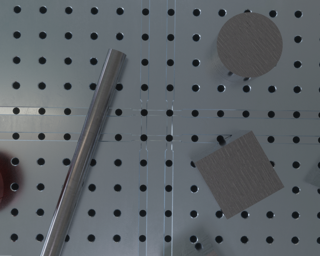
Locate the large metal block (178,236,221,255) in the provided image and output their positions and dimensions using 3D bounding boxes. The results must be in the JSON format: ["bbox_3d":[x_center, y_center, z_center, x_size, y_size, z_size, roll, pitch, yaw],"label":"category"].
[{"bbox_3d":[0.055,0.204,0.401,0.080,0.050,0.080,-34,90,0],"label":"large metal block"}]

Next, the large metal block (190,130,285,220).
[{"bbox_3d":[0.097,0.057,0.402,0.080,0.050,0.080,-30,90,0],"label":"large metal block"}]

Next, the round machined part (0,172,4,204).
[{"bbox_3d":[-0.252,0.077,0.403,0.099,0.042,0.097,0,90,0],"label":"round machined part"}]

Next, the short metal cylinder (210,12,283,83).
[{"bbox_3d":[0.109,-0.101,0.402,0.081,0.050,0.079,0,90,0],"label":"short metal cylinder"}]

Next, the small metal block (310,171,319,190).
[{"bbox_3d":[0.243,0.071,0.415,0.050,0.025,0.050,35,90,0],"label":"small metal block"}]

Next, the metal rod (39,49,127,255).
[{"bbox_3d":[-0.104,0.041,0.412,0.025,0.025,0.298,18,90,0],"label":"metal rod"}]
